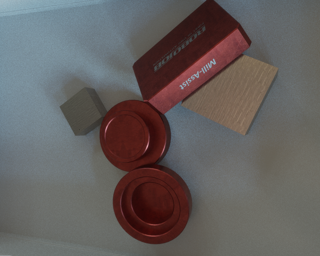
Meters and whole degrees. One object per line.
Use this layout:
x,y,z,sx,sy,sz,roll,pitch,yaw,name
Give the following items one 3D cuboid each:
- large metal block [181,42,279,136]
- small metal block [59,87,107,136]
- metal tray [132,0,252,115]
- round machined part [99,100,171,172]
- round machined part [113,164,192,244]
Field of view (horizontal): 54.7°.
0.083,-0.045,0.368,0.080,0.050,0.080,27,99,17,large metal block
-0.108,-0.023,0.447,0.050,0.025,0.050,-34,79,16,small metal block
0.031,-0.086,0.370,0.130,0.030,0.090,-38,40,15,metal tray
-0.039,0.011,0.414,0.098,0.042,0.097,0,90,19,round machined part
-0.007,0.094,0.398,0.098,0.042,0.097,2,98,15,round machined part
